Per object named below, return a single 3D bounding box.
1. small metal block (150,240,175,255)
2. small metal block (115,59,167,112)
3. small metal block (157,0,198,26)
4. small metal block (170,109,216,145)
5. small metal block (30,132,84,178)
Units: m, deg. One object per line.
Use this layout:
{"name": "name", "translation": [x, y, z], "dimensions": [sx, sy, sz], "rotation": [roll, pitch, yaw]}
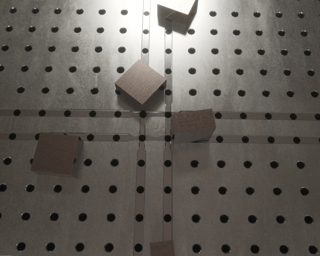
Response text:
{"name": "small metal block", "translation": [0.004, 0.152, 0.343], "dimensions": [0.025, 0.050, 0.050], "rotation": [-6, 70, -2]}
{"name": "small metal block", "translation": [-0.026, -0.060, 0.433], "dimensions": [0.050, 0.025, 0.050], "rotation": [38, 74, 12]}
{"name": "small metal block", "translation": [0.029, -0.195, 0.484], "dimensions": [0.050, 0.025, 0.050], "rotation": [22, 71, 7]}
{"name": "small metal block", "translation": [0.041, -0.001, 0.399], "dimensions": [0.050, 0.050, 0.025], "rotation": [-8, 71, -3]}
{"name": "small metal block", "translation": [-0.131, 0.035, 0.397], "dimensions": [0.050, 0.025, 0.050], "rotation": [6, 70, 2]}
